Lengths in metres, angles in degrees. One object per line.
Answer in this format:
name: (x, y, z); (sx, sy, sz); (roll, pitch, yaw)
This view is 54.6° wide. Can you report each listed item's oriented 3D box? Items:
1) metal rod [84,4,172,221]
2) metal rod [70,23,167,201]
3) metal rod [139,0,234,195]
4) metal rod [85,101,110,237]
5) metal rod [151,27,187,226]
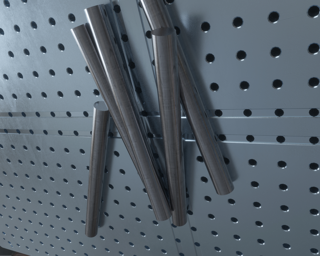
metal rod: (-0.036, -0.007, 0.411); (0.025, 0.025, 0.299); (-6, 111, 31)
metal rod: (-0.046, 0.002, 0.437); (0.025, 0.025, 0.299); (-9, 114, 32)
metal rod: (0.031, -0.047, 0.366); (0.025, 0.025, 0.299); (-11, 113, 33)
metal rod: (-0.108, 0.087, 0.522); (0.025, 0.025, 0.298); (23, 127, 14)
metal rod: (0.017, 0.024, 0.396); (0.025, 0.025, 0.298); (11, 130, 22)
